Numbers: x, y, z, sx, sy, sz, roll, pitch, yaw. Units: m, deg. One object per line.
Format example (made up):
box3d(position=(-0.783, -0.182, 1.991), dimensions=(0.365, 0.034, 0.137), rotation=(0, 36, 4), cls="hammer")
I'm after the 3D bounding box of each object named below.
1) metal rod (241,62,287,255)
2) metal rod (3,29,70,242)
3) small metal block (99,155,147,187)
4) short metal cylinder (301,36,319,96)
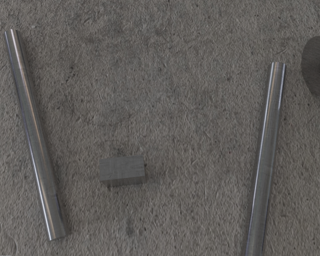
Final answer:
box3d(position=(0.131, 0.049, 0.391), dimensions=(0.025, 0.025, 0.299), rotation=(13, 70, 4), cls="metal rod")
box3d(position=(-0.167, -0.004, 0.408), dimensions=(0.025, 0.025, 0.299), rotation=(-18, 71, -7), cls="metal rod")
box3d(position=(-0.043, 0.053, 0.375), dimensions=(0.050, 0.050, 0.025), rotation=(-6, 70, -2), cls="small metal block")
box3d(position=(0.234, -0.086, 0.412), dimensions=(0.050, 0.080, 0.080), rotation=(-11, 71, -4), cls="short metal cylinder")
